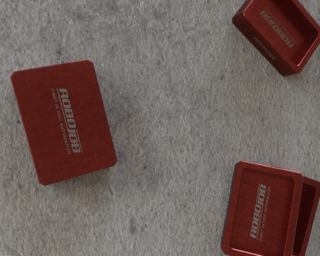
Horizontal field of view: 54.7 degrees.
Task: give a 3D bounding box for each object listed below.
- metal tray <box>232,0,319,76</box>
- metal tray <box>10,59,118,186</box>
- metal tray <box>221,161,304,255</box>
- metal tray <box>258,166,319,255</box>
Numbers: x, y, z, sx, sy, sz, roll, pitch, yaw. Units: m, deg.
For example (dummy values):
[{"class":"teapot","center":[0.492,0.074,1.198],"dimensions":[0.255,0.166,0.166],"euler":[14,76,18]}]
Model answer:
[{"class":"metal tray","center":[0.184,-0.155,0.475],"dimensions":[0.130,0.030,0.090],"euler":[40,77,-16]},{"class":"metal tray","center":[-0.111,-0.008,0.366],"dimensions":[0.091,0.030,0.129],"euler":[-15,95,-20]},{"class":"metal tray","center":[0.142,0.118,0.436],"dimensions":[0.090,0.030,0.129],"euler":[11,83,8]},{"class":"metal tray","center":[0.193,0.134,0.479],"dimensions":[0.091,0.030,0.129],"euler":[20,83,-19]}]
